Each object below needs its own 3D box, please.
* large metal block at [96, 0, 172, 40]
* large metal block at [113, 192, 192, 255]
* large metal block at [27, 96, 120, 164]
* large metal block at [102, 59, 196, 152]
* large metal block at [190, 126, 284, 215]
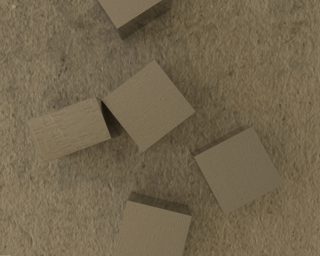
[{"bbox_3d":[-0.040,-0.174,0.397,0.080,0.050,0.080,-33,90,0],"label":"large metal block"},{"bbox_3d":[-0.010,0.135,0.398,0.080,0.050,0.080,14,90,-1],"label":"large metal block"},{"bbox_3d":[-0.100,0.002,0.381,0.080,0.080,0.050,-20,90,0],"label":"large metal block"},{"bbox_3d":[-0.014,-0.027,0.397,0.080,0.050,0.080,-38,91,0],"label":"large metal block"},{"bbox_3d":[0.095,0.051,0.399,0.080,0.050,0.080,-28,90,0],"label":"large metal block"}]
